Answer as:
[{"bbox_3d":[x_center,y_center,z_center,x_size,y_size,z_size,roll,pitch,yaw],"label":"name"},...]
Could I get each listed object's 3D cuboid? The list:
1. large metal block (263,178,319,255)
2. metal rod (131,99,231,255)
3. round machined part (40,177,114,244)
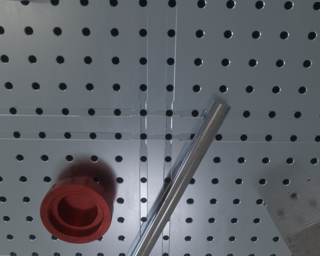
[{"bbox_3d":[0.205,0.128,0.433,0.080,0.080,0.050,-31,107,10],"label":"large metal block"},{"bbox_3d":[0.019,0.095,0.448,0.025,0.025,0.298,23,108,-9],"label":"metal rod"},{"bbox_3d":[-0.116,0.113,0.445,0.099,0.042,0.097,0,110,0],"label":"round machined part"}]
